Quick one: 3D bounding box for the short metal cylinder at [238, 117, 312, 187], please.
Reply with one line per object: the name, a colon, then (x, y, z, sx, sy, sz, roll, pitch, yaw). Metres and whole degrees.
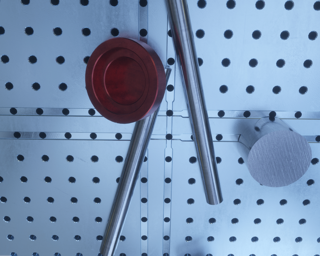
short metal cylinder: (0.150, 0.031, 0.413, 0.081, 0.050, 0.079, 0, 110, 0)

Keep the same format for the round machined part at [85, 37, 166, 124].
round machined part: (-0.037, -0.056, 0.369, 0.098, 0.042, 0.097, 6, 103, 25)

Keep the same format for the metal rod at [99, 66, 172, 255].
metal rod: (-0.040, 0.058, 0.434, 0.025, 0.025, 0.298, 15, 109, -6)

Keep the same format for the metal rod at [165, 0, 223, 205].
metal rod: (0.047, -0.031, 0.401, 0.025, 0.025, 0.298, -12, 110, 4)
